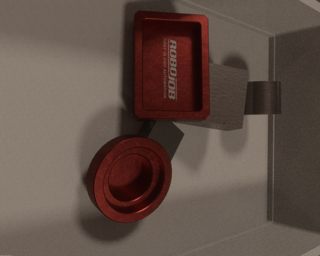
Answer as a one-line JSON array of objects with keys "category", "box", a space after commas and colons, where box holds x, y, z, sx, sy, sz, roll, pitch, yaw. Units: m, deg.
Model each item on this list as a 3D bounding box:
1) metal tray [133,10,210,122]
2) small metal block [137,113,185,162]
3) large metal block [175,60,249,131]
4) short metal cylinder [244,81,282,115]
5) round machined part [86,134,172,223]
[{"category": "metal tray", "box": [0.013, -0.074, 0.381, 0.091, 0.030, 0.129, 1, 85, -9]}, {"category": "small metal block", "box": [-0.001, 0.014, 0.408, 0.050, 0.025, 0.050, 42, 64, -32]}, {"category": "large metal block", "box": [0.071, -0.043, 0.430, 0.081, 0.050, 0.080, 9, 83, -10]}, {"category": "short metal cylinder", "box": [0.154, -0.047, 0.503, 0.081, 0.080, 0.050, -2, 92, -40]}, {"category": "round machined part", "box": [-0.038, 0.055, 0.358, 0.099, 0.042, 0.097, -7, 103, -33]}]
